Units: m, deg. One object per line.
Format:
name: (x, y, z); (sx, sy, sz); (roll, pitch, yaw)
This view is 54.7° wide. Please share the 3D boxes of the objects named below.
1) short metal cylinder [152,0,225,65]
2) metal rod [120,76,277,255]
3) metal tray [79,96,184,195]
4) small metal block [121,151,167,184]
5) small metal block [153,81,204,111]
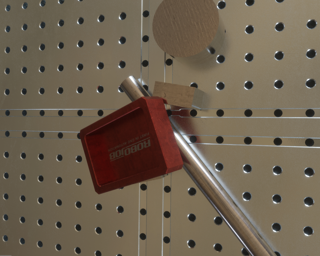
short metal cylinder: (0.037, -0.123, 0.386); (0.080, 0.050, 0.079); (0, 90, 19)
metal rod: (0.046, 0.052, 0.395); (0.025, 0.025, 0.300); (-41, 78, 15)
metal tray: (-0.041, 0.025, 0.386); (0.130, 0.030, 0.090); (-24, 80, 37)
small metal block: (-0.023, 0.047, 0.420); (0.050, 0.025, 0.050); (-15, 85, 19)
small metal block: (0.024, -0.040, 0.390); (0.050, 0.050, 0.025); (12, 94, 19)
